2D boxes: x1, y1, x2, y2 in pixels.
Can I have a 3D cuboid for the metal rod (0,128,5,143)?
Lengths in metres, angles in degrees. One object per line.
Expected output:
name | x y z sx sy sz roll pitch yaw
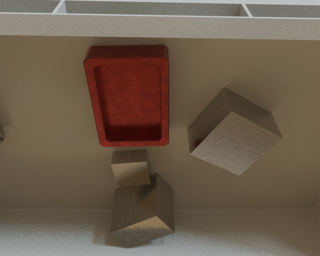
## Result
metal rod | -0.259 -0.031 0.280 0.025 0.025 0.300 -14 160 11

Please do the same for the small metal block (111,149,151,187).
small metal block | -0.041 0.060 0.459 0.050 0.025 0.050 -5 130 3

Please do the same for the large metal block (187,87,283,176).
large metal block | 0.093 0.007 0.400 0.080 0.050 0.080 25 126 -20

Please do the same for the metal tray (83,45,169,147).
metal tray | -0.035 -0.034 0.376 0.091 0.030 0.129 -1 130 0

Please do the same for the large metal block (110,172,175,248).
large metal block | -0.026 0.127 0.481 0.080 0.080 0.050 -25 126 19
